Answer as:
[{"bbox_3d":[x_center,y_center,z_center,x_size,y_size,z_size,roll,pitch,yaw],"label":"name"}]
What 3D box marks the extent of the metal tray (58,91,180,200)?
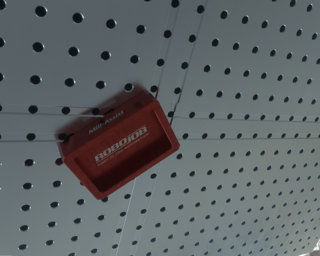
[{"bbox_3d":[-0.048,0.024,0.395,0.130,0.030,0.090,-33,129,-7],"label":"metal tray"}]
